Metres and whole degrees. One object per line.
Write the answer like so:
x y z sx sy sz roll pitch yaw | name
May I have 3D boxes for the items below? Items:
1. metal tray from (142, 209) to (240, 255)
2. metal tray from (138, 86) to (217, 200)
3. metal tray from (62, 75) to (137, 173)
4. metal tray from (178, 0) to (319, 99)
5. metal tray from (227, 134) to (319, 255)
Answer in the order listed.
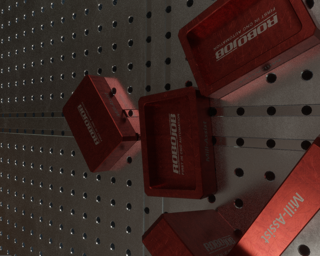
0.050 0.123 0.296 0.030 0.131 0.090 -51 60 11 | metal tray
0.019 0.020 0.388 0.090 0.030 0.129 -7 86 39 | metal tray
-0.099 -0.008 0.485 0.090 0.030 0.130 -46 63 30 | metal tray
0.089 -0.099 0.331 0.130 0.030 0.090 -30 72 35 | metal tray
0.115 0.064 0.268 0.030 0.091 0.129 38 113 24 | metal tray
